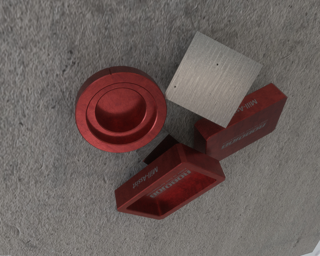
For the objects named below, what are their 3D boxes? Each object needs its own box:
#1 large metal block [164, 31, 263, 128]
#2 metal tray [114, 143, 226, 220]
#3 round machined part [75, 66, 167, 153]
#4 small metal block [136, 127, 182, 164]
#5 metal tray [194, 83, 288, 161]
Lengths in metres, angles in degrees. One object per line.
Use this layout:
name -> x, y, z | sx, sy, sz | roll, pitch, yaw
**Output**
large metal block -> 0.059, -0.058, 0.364 | 0.080, 0.050, 0.080 | 26, 106, -5
metal tray -> 0.012, 0.079, 0.427 | 0.130, 0.030, 0.090 | -40, 136, 26
round machined part -> -0.045, -0.024, 0.349 | 0.099, 0.042, 0.097 | -8, 122, -12
small metal block -> 0.004, 0.032, 0.429 | 0.050, 0.025, 0.050 | -46, 129, 4
metal tray -> 0.112, -0.001, 0.445 | 0.131, 0.030, 0.090 | -27, 148, -12
